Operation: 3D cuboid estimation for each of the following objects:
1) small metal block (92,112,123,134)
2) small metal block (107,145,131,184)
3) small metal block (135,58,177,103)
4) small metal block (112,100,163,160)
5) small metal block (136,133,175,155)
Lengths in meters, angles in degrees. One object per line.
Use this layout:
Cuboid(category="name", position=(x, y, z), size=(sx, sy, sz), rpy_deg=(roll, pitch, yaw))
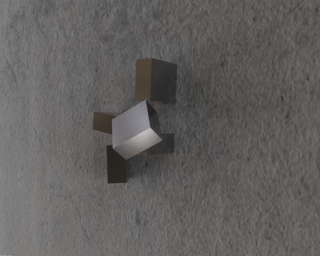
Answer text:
Cuboid(category="small metal block", position=(-0.057, -0.006, 0.434), size=(0.050, 0.050, 0.025), rpy_deg=(12, 98, 39))
Cuboid(category="small metal block", position=(-0.057, 0.048, 0.430), size=(0.025, 0.050, 0.050), rpy_deg=(-2, 89, 0))
Cuboid(category="small metal block", position=(-0.004, -0.058, 0.390), size=(0.025, 0.050, 0.050), rpy_deg=(4, 93, 40))
Cuboid(category="small metal block", position=(-0.028, 0.002, 0.363), size=(0.050, 0.025, 0.050), rpy_deg=(-29, 40, 16))
Cuboid(category="small metal block", position=(-0.017, 0.020, 0.401), size=(0.050, 0.050, 0.025), rpy_deg=(-2, 89, 39))
